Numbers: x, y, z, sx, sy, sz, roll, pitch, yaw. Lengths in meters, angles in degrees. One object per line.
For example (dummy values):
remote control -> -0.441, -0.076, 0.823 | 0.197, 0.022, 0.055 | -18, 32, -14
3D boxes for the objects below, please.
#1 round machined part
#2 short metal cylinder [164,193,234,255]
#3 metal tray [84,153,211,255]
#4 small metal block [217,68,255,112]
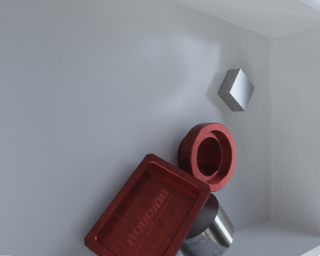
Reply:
round machined part -> 0.064, 0.041, 0.452 | 0.099, 0.042, 0.097 | 0, 90, -40
short metal cylinder -> 0.052, 0.131, 0.417 | 0.080, 0.080, 0.050 | -47, 119, -30
metal tray -> -0.011, 0.103, 0.358 | 0.130, 0.090, 0.030 | -53, 161, -27
small metal block -> 0.128, -0.062, 0.517 | 0.050, 0.025, 0.050 | 41, 65, -33
